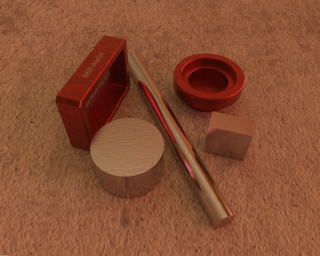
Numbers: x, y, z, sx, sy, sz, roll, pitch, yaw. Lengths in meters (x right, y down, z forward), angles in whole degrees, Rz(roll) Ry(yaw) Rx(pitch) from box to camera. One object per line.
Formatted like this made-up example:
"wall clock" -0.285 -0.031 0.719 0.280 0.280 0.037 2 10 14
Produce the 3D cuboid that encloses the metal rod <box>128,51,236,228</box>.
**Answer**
"metal rod" 0.011 -0.008 0.412 0.025 0.025 0.300 -17 52 -14

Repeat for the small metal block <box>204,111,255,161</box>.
"small metal block" 0.083 0.010 0.377 0.050 0.050 0.025 13 51 10

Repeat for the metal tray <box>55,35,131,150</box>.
"metal tray" -0.079 -0.047 0.401 0.030 0.089 0.130 14 51 11

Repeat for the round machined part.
"round machined part" 0.068 -0.061 0.446 0.099 0.042 0.098 0 50 0

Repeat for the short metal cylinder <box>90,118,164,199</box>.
"short metal cylinder" -0.036 0.035 0.359 0.081 0.050 0.080 0 50 0
